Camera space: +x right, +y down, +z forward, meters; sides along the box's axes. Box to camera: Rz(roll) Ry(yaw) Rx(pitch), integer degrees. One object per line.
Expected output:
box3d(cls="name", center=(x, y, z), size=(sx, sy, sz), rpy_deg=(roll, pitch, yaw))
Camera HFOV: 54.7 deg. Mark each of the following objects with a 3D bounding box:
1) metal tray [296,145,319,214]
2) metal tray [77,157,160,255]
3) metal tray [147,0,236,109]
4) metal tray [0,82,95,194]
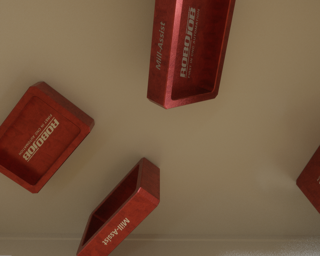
box3d(cls="metal tray", center=(0.237, 0.046, 0.395), size=(0.030, 0.090, 0.129), rpy_deg=(22, 109, -8))
box3d(cls="metal tray", center=(-0.053, 0.110, 0.416), size=(0.030, 0.090, 0.130), rpy_deg=(39, 105, -13))
box3d(cls="metal tray", center=(0.035, -0.092, 0.342), size=(0.091, 0.030, 0.129), rpy_deg=(-15, 122, -38))
box3d(cls="metal tray", center=(-0.162, 0.015, 0.412), size=(0.090, 0.030, 0.130), rpy_deg=(39, 105, -13))
